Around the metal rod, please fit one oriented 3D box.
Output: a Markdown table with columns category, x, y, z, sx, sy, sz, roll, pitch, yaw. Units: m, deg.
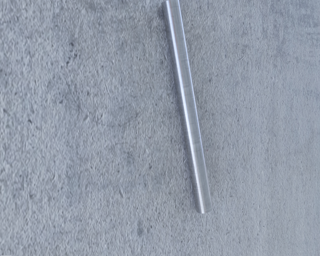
| category | x | y | z | sx | sy | sz | roll | pitch | yaw |
| --- | --- | --- | --- | --- | --- | --- | --- | --- | --- |
| metal rod | 0.040 | -0.024 | 0.438 | 0.025 | 0.025 | 0.298 | -17 | 101 | -39 |
